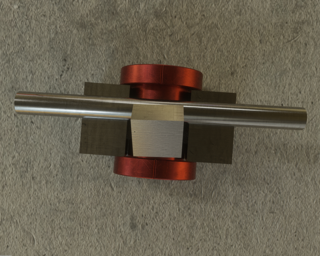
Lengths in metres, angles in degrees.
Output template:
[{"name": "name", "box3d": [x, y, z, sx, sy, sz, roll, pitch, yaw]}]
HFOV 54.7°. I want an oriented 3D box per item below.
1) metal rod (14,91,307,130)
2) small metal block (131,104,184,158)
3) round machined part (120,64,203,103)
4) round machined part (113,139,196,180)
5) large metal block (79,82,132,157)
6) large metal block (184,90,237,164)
[{"name": "metal rod", "box3d": [0.001, -0.018, 0.331, 0.302, 0.025, 0.025, 3, 90, 0]}, {"name": "small metal block", "box3d": [-0.002, 0.003, 0.317, 0.050, 0.025, 0.050, 2, 131, 1]}, {"name": "round machined part", "box3d": [0.001, -0.047, 0.374, 0.099, 0.098, 0.042, 4, 91, 0]}, {"name": "round machined part", "box3d": [-0.005, 0.037, 0.374, 0.099, 0.098, 0.042, 5, 85, 0]}, {"name": "large metal block", "box3d": [-0.061, -0.010, 0.383, 0.050, 0.080, 0.080, 4, 90, 0]}, {"name": "large metal block", "box3d": [0.057, -0.001, 0.384, 0.050, 0.080, 0.080, 4, 90, 0]}]
